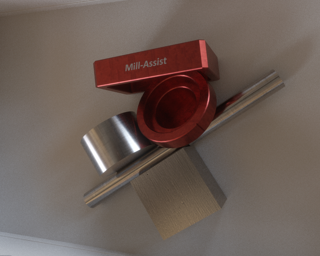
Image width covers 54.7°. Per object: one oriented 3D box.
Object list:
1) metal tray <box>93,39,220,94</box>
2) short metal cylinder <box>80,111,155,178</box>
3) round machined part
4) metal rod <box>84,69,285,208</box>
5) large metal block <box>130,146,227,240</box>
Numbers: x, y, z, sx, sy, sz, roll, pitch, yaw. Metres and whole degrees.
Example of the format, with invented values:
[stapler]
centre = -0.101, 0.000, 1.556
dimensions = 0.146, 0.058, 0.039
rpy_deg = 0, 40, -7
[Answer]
[metal tray]
centre = -0.001, -0.068, 0.373
dimensions = 0.130, 0.090, 0.030
rpy_deg = -7, 88, 19
[short metal cylinder]
centre = -0.053, 0.022, 0.397
dimensions = 0.080, 0.080, 0.050
rpy_deg = -35, 79, 16
[round machined part]
centre = 0.024, -0.020, 0.376
dimensions = 0.098, 0.042, 0.098
rpy_deg = -17, 57, 28
[metal rod]
centre = 0.019, 0.022, 0.401
dimensions = 0.300, 0.025, 0.025
rpy_deg = -34, 79, 16
[large metal block]
centre = 0.024, 0.078, 0.385
dimensions = 0.080, 0.050, 0.080
rpy_deg = -34, 79, 16
